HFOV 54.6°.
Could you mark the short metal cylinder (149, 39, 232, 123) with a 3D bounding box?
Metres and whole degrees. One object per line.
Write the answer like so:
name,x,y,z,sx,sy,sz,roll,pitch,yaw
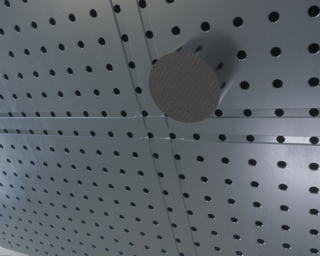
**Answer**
short metal cylinder,0.035,-0.053,0.345,0.080,0.050,0.080,13,124,21
